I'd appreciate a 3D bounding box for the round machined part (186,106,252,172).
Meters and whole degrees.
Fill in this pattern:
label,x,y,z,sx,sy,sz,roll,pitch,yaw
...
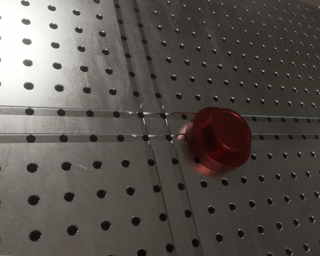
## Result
label,x,y,z,sx,sy,sz,roll,pitch,yaw
round machined part,0.090,0.010,0.442,0.099,0.042,0.098,14,56,-21
